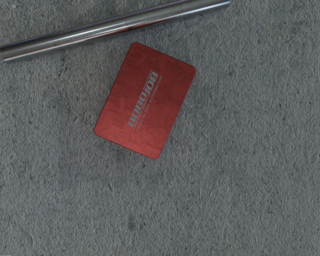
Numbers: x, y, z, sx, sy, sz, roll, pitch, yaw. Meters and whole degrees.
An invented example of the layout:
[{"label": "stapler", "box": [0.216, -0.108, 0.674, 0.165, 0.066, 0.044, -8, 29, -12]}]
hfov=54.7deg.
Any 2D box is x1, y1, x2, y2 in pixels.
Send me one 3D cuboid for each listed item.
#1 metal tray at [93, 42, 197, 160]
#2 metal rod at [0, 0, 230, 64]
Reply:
[{"label": "metal tray", "box": [-0.019, -0.035, 0.407, 0.090, 0.030, 0.129, 24, 90, -1]}, {"label": "metal rod", "box": [-0.057, -0.135, 0.409, 0.302, 0.025, 0.025, -15, 90, -1]}]
